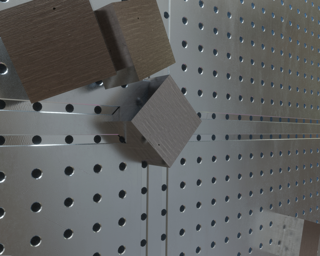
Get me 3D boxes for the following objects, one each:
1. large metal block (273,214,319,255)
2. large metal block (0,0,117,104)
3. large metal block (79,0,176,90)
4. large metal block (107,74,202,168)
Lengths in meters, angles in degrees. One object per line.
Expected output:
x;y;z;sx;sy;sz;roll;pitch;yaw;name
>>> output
0.283;0.227;0.635;0.080;0.050;0.080;23;75;-38;large metal block
-0.093;-0.077;0.292;0.080;0.050;0.080;-20;106;-3;large metal block
-0.034;-0.098;0.354;0.080;0.050;0.080;-39;115;-50;large metal block
-0.004;-0.008;0.391;0.080;0.050;0.080;52;59;-28;large metal block
